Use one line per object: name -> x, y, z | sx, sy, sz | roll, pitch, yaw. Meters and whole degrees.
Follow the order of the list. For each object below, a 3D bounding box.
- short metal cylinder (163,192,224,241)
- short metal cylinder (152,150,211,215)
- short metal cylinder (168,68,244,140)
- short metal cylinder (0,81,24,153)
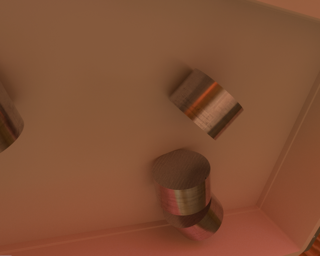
short metal cylinder -> 0.052, 0.127, 0.482 | 0.080, 0.080, 0.050 | -40, 130, -2
short metal cylinder -> 0.032, 0.076, 0.439 | 0.081, 0.080, 0.050 | -20, 126, -17
short metal cylinder -> 0.057, -0.029, 0.388 | 0.050, 0.080, 0.080 | -49, 129, 6
short metal cylinder -> -0.172, -0.009, 0.274 | 0.081, 0.080, 0.050 | -24, 128, -14
